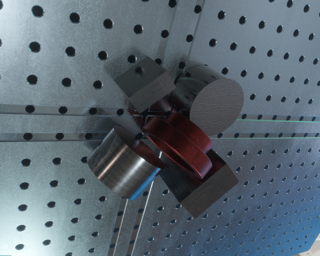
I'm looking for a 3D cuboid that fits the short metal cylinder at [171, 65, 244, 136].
[{"bbox_3d":[0.062,-0.036,0.408,0.081,0.050,0.079,-14,125,-21],"label":"short metal cylinder"}]

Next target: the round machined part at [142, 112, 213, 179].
[{"bbox_3d":[0.027,0.017,0.392,0.042,0.098,0.098,-50,130,-9],"label":"round machined part"}]

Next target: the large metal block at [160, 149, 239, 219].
[{"bbox_3d":[0.051,0.067,0.448,0.080,0.080,0.050,-40,130,-2],"label":"large metal block"}]

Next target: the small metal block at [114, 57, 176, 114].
[{"bbox_3d":[-0.018,-0.050,0.355,0.050,0.050,0.025,-36,130,-5],"label":"small metal block"}]

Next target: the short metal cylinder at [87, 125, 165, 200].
[{"bbox_3d":[-0.041,0.041,0.379,0.050,0.080,0.080,-50,129,6],"label":"short metal cylinder"}]
